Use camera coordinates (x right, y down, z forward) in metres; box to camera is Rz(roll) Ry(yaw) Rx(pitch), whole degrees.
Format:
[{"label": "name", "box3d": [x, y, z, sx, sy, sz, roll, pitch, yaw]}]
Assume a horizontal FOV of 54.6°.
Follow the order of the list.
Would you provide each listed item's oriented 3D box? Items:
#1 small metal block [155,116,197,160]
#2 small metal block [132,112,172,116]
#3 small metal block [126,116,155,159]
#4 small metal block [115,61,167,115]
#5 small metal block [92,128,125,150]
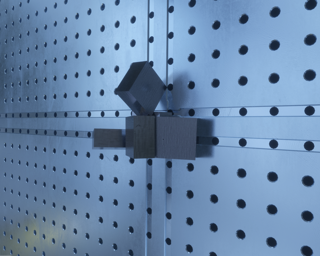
[{"label": "small metal block", "box3d": [0.020, 0.012, 0.380, 0.050, 0.025, 0.050, 2, 92, 9]}, {"label": "small metal block", "box3d": [-0.012, 0.003, 0.421, 0.050, 0.025, 0.050, 3, 92, 40]}, {"label": "small metal block", "box3d": [-0.026, 0.011, 0.384, 0.050, 0.025, 0.050, 179, 91, -73]}, {"label": "small metal block", "box3d": [-0.023, -0.050, 0.400, 0.025, 0.050, 0.050, 4, 57, 41]}, {"label": "small metal block", "box3d": [-0.069, 0.017, 0.438, 0.050, 0.050, 0.025, 154, 116, -73]}]
